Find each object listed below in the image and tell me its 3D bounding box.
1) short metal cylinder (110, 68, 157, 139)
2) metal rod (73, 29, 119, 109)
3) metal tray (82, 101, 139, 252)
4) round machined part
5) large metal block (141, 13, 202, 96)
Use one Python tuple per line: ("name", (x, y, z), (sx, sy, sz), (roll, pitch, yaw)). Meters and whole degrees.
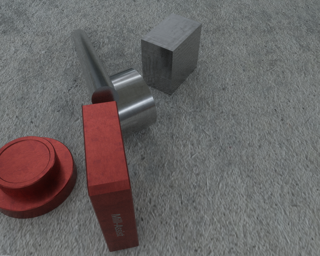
("short metal cylinder", (-0.047, -0.030, 0.392), (0.050, 0.080, 0.080), (-26, 55, -21))
("metal rod", (-0.094, -0.093, 0.410), (0.025, 0.025, 0.300), (-14, 30, -12))
("metal tray", (-0.045, 0.050, 0.293), (0.030, 0.129, 0.090), (-9, 51, -8))
("round machined part", (-0.148, 0.048, 0.350), (0.099, 0.042, 0.098), (0, 50, 0))
("large metal block", (0.017, -0.109, 0.460), (0.050, 0.080, 0.080), (27, 55, 20))
